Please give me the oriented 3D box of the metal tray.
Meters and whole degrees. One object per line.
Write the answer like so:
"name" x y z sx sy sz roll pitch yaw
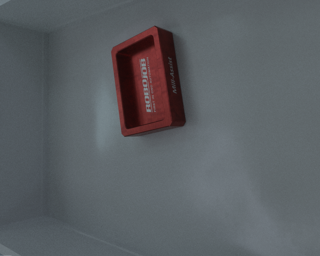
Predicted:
"metal tray" -0.019 -0.059 0.419 0.090 0.030 0.129 -14 81 39
